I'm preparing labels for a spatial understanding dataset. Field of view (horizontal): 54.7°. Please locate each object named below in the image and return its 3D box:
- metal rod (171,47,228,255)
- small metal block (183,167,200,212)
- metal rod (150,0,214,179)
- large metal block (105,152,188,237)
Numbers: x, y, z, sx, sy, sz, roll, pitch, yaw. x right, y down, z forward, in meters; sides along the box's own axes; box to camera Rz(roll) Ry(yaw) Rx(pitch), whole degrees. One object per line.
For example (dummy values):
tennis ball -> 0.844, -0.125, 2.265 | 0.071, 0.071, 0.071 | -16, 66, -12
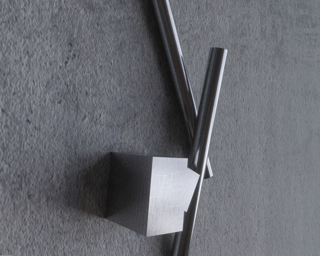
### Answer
metal rod -> 0.053, 0.041, 0.425 | 0.025, 0.025, 0.298 | 9, 92, -40
small metal block -> 0.018, 0.077, 0.406 | 0.025, 0.050, 0.050 | 36, 68, -35
metal rod -> 0.028, -0.068, 0.430 | 0.025, 0.025, 0.298 | -26, 107, -37
large metal block -> -0.017, 0.071, 0.357 | 0.050, 0.080, 0.080 | 7, 85, -40
